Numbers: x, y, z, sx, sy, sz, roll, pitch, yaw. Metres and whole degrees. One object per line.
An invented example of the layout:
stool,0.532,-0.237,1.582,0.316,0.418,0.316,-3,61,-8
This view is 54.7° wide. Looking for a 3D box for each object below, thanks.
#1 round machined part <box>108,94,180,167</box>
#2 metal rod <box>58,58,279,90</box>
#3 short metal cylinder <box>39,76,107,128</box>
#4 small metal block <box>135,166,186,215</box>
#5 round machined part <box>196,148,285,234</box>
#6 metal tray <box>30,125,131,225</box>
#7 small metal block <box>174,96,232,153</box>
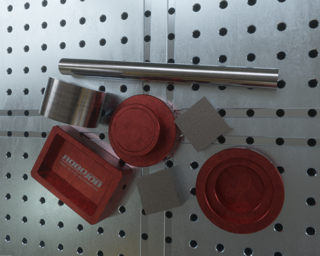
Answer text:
round machined part,-0.026,0.003,0.412,0.098,0.042,0.097,-1,87,19
metal rod,-0.003,-0.075,0.413,0.301,0.025,0.025,7,93,19
short metal cylinder,-0.118,-0.036,0.425,0.080,0.080,0.050,19,96,19
small metal block,0.001,0.083,0.412,0.050,0.025,0.050,-20,83,18
round machined part,0.095,0.071,0.370,0.098,0.042,0.097,0,90,20
metal tray,-0.117,0.065,0.451,0.130,0.030,0.090,32,101,17
small metal block,0.055,-0.005,0.393,0.050,0.025,0.050,-40,78,15
